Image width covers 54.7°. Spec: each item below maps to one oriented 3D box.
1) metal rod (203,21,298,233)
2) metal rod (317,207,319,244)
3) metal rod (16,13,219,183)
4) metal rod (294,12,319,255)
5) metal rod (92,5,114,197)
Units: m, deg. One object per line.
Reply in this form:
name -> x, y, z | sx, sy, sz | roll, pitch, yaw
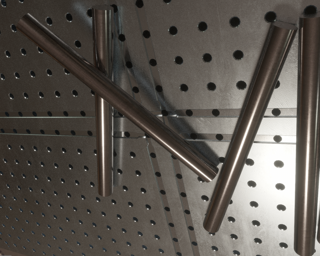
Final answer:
metal rod -> 0.096, 0.025, 0.374 | 0.025, 0.025, 0.298 | 21, 126, 15
metal rod -> 0.187, 0.010, 0.318 | 0.025, 0.025, 0.298 | 4, 121, 26
metal rod -> -0.045, -0.031, 0.388 | 0.300, 0.025, 0.025 | 39, 129, -9
metal rod -> 0.164, 0.030, 0.342 | 0.025, 0.025, 0.298 | 3, 120, 26
metal rod -> -0.079, -0.016, 0.440 | 0.025, 0.025, 0.298 | 18, 126, 17
